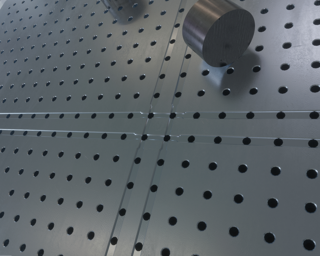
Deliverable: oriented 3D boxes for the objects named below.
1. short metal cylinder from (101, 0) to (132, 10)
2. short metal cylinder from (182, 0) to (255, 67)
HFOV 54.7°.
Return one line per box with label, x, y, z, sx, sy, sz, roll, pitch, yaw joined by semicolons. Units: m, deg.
short metal cylinder;-0.089;-0.283;0.613;0.080;0.050;0.080;-13;56;21
short metal cylinder;0.077;-0.128;0.411;0.080;0.080;0.050;-38;51;3
